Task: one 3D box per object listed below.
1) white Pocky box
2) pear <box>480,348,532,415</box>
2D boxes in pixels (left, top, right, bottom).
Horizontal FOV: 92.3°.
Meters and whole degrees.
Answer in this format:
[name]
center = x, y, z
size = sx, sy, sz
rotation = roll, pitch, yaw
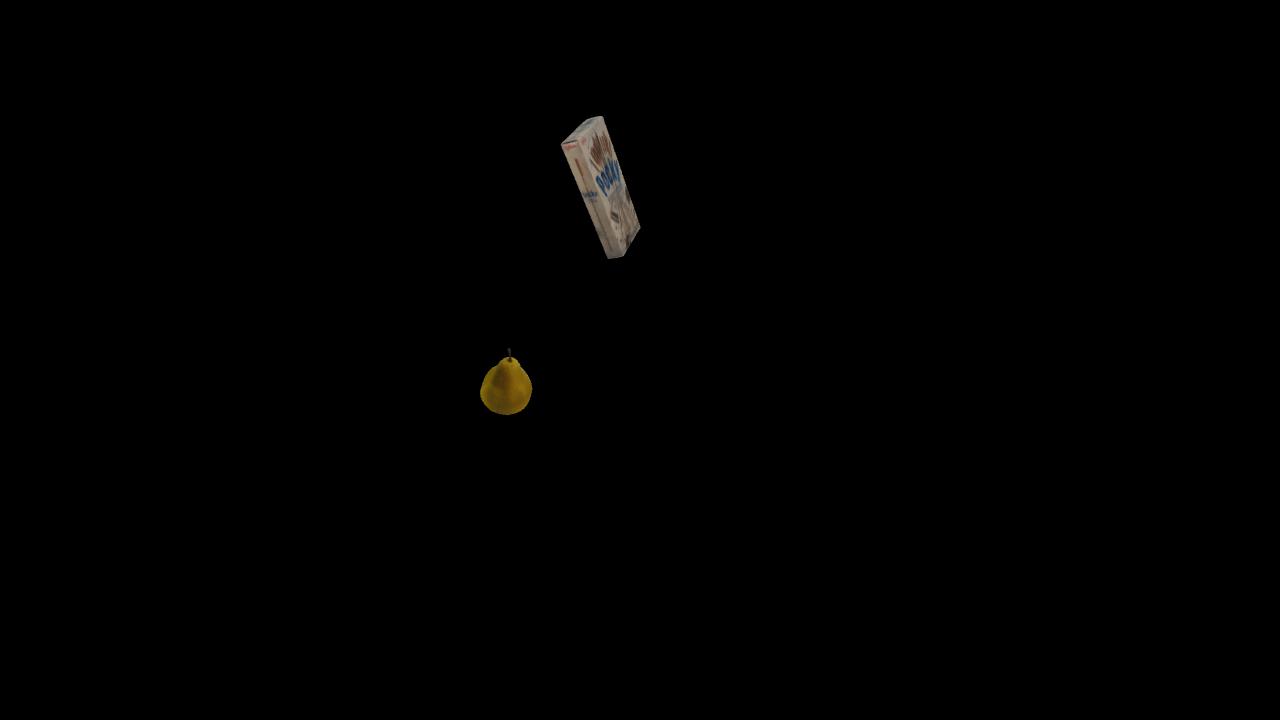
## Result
[white Pocky box]
center = -0.044, -0.212, 0.764
size = 0.028, 0.154, 0.084
rotation = -5, 37, 25
[pear]
center = -0.190, 0.030, 0.889
size = 0.080, 0.080, 0.111
rotation = 0, -32, -18
